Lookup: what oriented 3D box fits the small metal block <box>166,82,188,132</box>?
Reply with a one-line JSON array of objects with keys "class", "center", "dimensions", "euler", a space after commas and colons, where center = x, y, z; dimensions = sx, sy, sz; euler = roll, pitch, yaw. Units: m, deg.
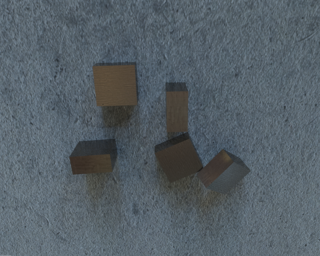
[{"class": "small metal block", "center": [0.020, -0.027, 0.386], "dimensions": [0.025, 0.050, 0.050], "euler": [-1, 110, 0]}]

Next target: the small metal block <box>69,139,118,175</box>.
[{"class": "small metal block", "center": [-0.086, 0.037, 0.409], "dimensions": [0.050, 0.050, 0.025], "euler": [-4, 110, 1]}]

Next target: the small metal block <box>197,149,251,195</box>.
[{"class": "small metal block", "center": [0.087, 0.061, 0.420], "dimensions": [0.050, 0.025, 0.050], "euler": [-47, 137, 15]}]

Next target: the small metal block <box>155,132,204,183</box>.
[{"class": "small metal block", "center": [0.026, 0.040, 0.425], "dimensions": [0.050, 0.025, 0.050], "euler": [-24, 109, 8]}]

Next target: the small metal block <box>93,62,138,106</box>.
[{"class": "small metal block", "center": [-0.054, -0.055, 0.389], "dimensions": [0.050, 0.025, 0.050], "euler": [-2, 110, 0]}]
